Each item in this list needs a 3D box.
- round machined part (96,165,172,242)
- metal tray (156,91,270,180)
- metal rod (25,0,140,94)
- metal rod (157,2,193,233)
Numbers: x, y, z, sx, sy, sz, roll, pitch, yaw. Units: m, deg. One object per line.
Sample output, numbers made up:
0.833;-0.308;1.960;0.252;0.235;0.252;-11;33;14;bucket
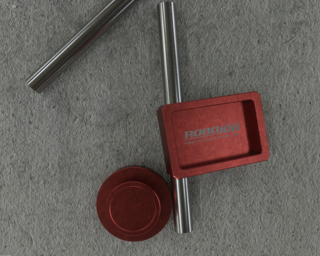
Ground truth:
-0.033;0.099;0.401;0.099;0.042;0.097;0;90;-1;round machined part
0.068;0.007;0.392;0.131;0.030;0.089;-10;91;-14;metal tray
-0.058;-0.157;0.409;0.300;0.025;0.025;-43;91;-1;metal rod
0.020;-0.013;0.410;0.025;0.025;0.298;-5;90;-1;metal rod
